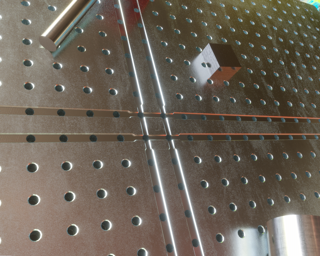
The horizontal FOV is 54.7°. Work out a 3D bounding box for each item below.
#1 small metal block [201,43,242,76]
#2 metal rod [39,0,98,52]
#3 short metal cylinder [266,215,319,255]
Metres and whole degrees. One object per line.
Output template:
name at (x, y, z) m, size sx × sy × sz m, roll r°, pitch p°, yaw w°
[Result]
small metal block at (0.107, -0.119, 0.541) m, size 0.050 × 0.025 × 0.050 m, roll -6°, pitch 65°, yaw -31°
metal rod at (-0.090, -0.224, 0.475) m, size 0.025 × 0.025 × 0.300 m, roll 31°, pitch 58°, yaw -9°
short metal cylinder at (0.175, 0.144, 0.381) m, size 0.081 × 0.080 × 0.050 m, roll 19°, pitch 55°, yaw -18°
